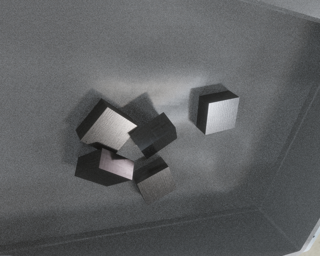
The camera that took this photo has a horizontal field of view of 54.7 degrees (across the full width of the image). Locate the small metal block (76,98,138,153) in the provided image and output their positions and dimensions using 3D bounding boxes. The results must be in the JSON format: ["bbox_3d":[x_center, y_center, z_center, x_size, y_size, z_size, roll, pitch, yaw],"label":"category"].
[{"bbox_3d":[-0.064,0.000,0.375,0.050,0.025,0.050,35,99,-39],"label":"small metal block"}]

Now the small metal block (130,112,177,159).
[{"bbox_3d":[-0.007,0.011,0.399,0.050,0.025,0.050,-35,163,-6],"label":"small metal block"}]

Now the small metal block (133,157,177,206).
[{"bbox_3d":[-0.008,0.078,0.454,0.050,0.025,0.050,-28,128,-11],"label":"small metal block"}]

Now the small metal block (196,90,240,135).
[{"bbox_3d":[0.082,-0.022,0.442,0.050,0.025,0.050,-13,124,-22],"label":"small metal block"}]

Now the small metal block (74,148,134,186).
[{"bbox_3d":[-0.069,0.051,0.386,0.050,0.025,0.050,-21,143,39],"label":"small metal block"}]
